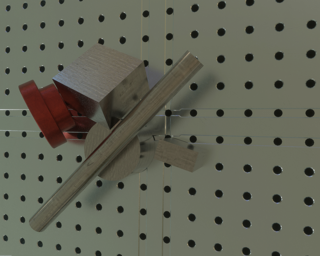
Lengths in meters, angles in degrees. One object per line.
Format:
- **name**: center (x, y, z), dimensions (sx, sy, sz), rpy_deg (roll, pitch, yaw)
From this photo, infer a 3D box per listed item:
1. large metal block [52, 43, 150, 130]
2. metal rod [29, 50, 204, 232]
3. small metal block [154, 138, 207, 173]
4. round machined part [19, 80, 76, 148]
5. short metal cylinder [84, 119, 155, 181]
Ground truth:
- **large metal block**: center (-0.073, -0.056, 0.397), dimensions (0.080, 0.050, 0.080), rpy_deg (27, 60, 26)
- **metal rod**: center (-0.062, 0.026, 0.380), dimensions (0.299, 0.025, 0.025), rpy_deg (-45, 76, 14)
- **small metal block**: center (0.027, 0.032, 0.389), dimensions (0.050, 0.050, 0.025), rpy_deg (18, 96, 18)
- **round machined part**: center (-0.153, -0.024, 0.435), dimensions (0.042, 0.098, 0.098), rpy_deg (-28, 79, -15)
- **short metal cylinder**: center (-0.053, 0.027, 0.417), dimensions (0.080, 0.050, 0.079), rpy_deg (0, 90, 20)
